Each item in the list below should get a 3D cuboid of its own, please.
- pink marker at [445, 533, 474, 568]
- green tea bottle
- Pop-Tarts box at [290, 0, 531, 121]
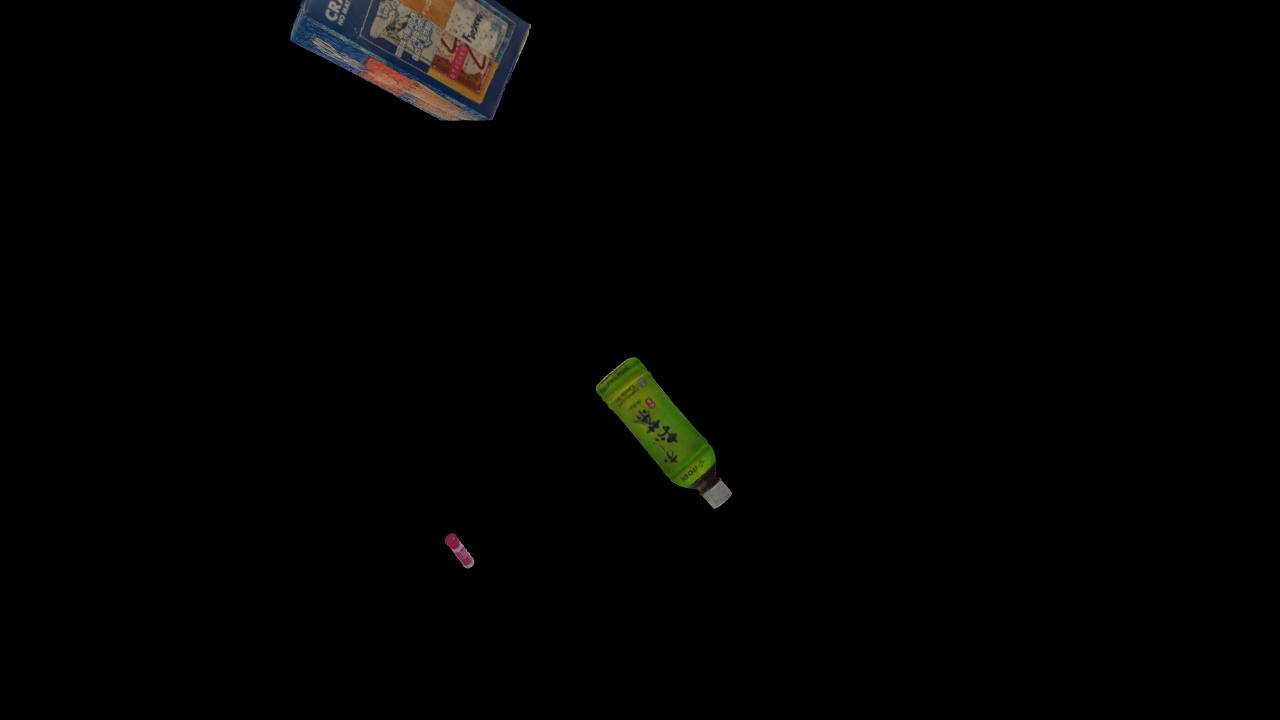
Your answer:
[{"bbox_3d":[-0.282,0.299,0.961,0.020,0.020,0.121,0,-35,0],"label":"pink marker"},{"bbox_3d":[0.036,0.094,0.769,0.073,0.212,0.073,-42,-6,-5],"label":"green tea bottle"},{"bbox_3d":[-0.193,-0.267,0.502,0.141,0.083,0.167,21,6,-36],"label":"Pop-Tarts box"}]
